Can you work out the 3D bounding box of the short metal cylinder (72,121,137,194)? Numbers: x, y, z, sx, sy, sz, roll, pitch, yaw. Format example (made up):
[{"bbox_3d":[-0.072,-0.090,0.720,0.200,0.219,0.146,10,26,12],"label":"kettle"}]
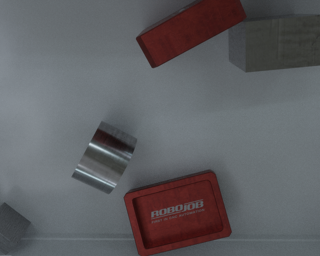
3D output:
[{"bbox_3d":[-0.070,0.037,0.395,0.050,0.080,0.080,28,108,-10],"label":"short metal cylinder"}]

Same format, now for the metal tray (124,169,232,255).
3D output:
[{"bbox_3d":[0.024,0.118,0.435,0.131,0.030,0.090,-15,87,5],"label":"metal tray"}]

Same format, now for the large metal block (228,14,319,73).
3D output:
[{"bbox_3d":[0.126,-0.098,0.348,0.080,0.080,0.050,-5,110,1],"label":"large metal block"}]

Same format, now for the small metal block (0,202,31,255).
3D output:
[{"bbox_3d":[-0.224,0.144,0.448,0.025,0.050,0.050,-41,105,13],"label":"small metal block"}]

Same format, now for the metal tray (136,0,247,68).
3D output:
[{"bbox_3d":[0.026,-0.105,0.317,0.090,0.130,0.030,-27,108,9],"label":"metal tray"}]
